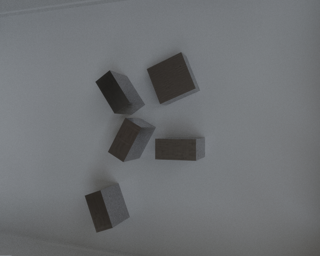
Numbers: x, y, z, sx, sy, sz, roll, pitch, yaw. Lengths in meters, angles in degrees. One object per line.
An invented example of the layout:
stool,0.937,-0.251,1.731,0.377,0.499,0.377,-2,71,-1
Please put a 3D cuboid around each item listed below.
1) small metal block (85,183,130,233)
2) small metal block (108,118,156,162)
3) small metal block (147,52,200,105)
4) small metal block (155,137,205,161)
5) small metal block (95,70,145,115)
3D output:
small metal block,-0.071,0.107,0.422,0.025,0.050,0.050,-22,83,19
small metal block,-0.036,0.015,0.410,0.025,0.050,0.050,31,100,17
small metal block,0.018,-0.063,0.404,0.050,0.025,0.050,-23,83,18
small metal block,0.026,0.025,0.388,0.050,0.050,0.025,0,90,20
small metal block,-0.052,-0.046,0.416,0.025,0.050,0.050,-35,79,17
